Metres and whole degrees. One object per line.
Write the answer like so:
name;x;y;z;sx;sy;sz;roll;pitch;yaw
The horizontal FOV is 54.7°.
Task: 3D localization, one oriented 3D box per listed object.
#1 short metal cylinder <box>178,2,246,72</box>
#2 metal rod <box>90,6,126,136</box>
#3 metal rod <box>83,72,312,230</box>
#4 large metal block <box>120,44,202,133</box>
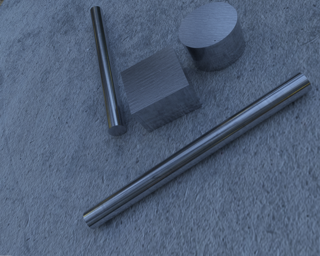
short metal cylinder;0.072;-0.125;0.427;0.080;0.050;0.080;-13;56;21
metal rod;-0.092;-0.112;0.521;0.025;0.025;0.299;-25;53;13
metal rod;0.039;0.030;0.364;0.300;0.025;0.025;-34;51;6
large metal block;0.000;-0.053;0.420;0.080;0.050;0.080;-27;53;11
